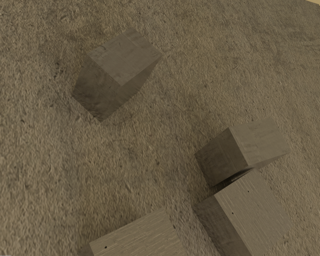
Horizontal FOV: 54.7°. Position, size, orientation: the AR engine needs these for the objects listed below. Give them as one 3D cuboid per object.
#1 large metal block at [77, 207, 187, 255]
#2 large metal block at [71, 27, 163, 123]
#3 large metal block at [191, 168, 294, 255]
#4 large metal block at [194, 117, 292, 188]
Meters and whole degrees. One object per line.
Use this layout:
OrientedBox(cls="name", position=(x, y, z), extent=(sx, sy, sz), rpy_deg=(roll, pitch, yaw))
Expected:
OrientedBox(cls="large metal block", position=(-0.021, 0.134, 0.295), extent=(0.081, 0.050, 0.080), rpy_deg=(-17, 71, -35))
OrientedBox(cls="large metal block", position=(-0.053, -0.064, 0.379), extent=(0.050, 0.080, 0.080), rpy_deg=(43, 51, 1))
OrientedBox(cls="large metal block", position=(0.100, 0.107, 0.376), extent=(0.081, 0.050, 0.080), rpy_deg=(-22, 73, -36))
OrientedBox(cls="large metal block", position=(0.106, 0.033, 0.405), extent=(0.081, 0.080, 0.050), rpy_deg=(-11, 67, -33))
